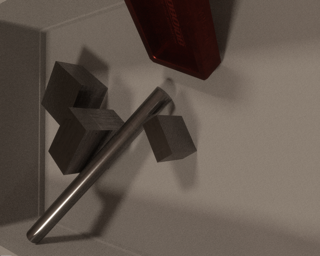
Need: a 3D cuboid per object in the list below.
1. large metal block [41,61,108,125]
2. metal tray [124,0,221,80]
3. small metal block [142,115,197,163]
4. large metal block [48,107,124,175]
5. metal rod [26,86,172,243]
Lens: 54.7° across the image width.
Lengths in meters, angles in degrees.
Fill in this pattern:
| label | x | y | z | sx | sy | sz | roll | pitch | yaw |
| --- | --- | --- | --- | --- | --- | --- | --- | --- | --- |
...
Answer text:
| label | x | y | z | sx | sy | sz | roll | pitch | yaw |
| --- | --- | --- | --- | --- | --- | --- | --- | --- | --- |
| large metal block | -0.141 | -0.052 | 0.504 | 0.080 | 0.050 | 0.079 | 41 | 114 | 32 |
| metal tray | 0.011 | -0.116 | 0.332 | 0.090 | 0.130 | 0.030 | 27 | 69 | 34 |
| small metal block | 0.012 | 0.012 | 0.379 | 0.025 | 0.050 | 0.050 | -35 | 69 | 34 |
| large metal block | -0.102 | 0.018 | 0.453 | 0.050 | 0.081 | 0.080 | 46 | 117 | 30 |
| metal rod | -0.094 | 0.060 | 0.438 | 0.299 | 0.025 | 0.025 | -47 | 62 | 14 |
